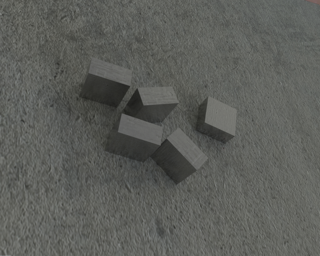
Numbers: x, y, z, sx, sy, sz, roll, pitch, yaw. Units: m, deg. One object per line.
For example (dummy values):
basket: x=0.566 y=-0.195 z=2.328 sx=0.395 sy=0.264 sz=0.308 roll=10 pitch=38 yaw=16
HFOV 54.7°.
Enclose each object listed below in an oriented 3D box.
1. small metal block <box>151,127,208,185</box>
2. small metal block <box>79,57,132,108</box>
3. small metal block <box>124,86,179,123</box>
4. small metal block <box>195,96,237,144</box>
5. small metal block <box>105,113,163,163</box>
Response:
small metal block: x=0.022 y=0.035 z=0.378 sx=0.050 sy=0.050 sz=0.025 roll=47 pitch=51 yaw=4
small metal block: x=-0.068 y=-0.055 z=0.384 sx=0.050 sy=0.050 sz=0.025 roll=16 pitch=56 yaw=-20
small metal block: x=-0.012 y=-0.028 z=0.398 sx=0.050 sy=0.050 sz=0.025 roll=-7 pitch=65 yaw=-31
small metal block: x=0.083 y=-0.012 z=0.456 sx=0.050 sy=0.025 sz=0.050 roll=24 pitch=53 yaw=-14
small metal block: x=-0.031 y=0.013 z=0.363 sx=0.050 sy=0.050 sz=0.025 roll=19 pitch=55 yaw=-18
